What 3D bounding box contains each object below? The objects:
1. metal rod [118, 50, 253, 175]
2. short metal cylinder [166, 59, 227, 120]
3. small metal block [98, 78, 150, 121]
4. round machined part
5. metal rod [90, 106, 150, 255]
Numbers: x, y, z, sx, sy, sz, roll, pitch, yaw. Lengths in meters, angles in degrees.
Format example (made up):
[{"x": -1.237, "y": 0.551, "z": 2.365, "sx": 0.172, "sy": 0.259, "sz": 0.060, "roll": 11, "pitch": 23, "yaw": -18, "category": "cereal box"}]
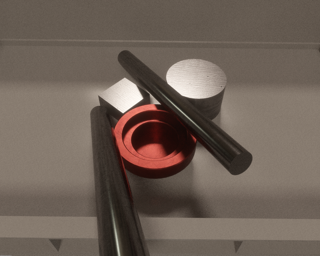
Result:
[{"x": 0.007, "y": -0.041, "z": 0.387, "sx": 0.025, "sy": 0.025, "sz": 0.300, "roll": -21, "pitch": 37, "yaw": -17, "category": "metal rod"}, {"x": 0.049, "y": -0.052, "z": 0.433, "sx": 0.081, "sy": 0.050, "sz": 0.080, "roll": 0, "pitch": 50, "yaw": 0, "category": "short metal cylinder"}, {"x": -0.050, "y": -0.038, "z": 0.437, "sx": 0.050, "sy": 0.025, "sz": 0.050, "roll": 35, "pitch": 58, "yaw": 25, "category": "small metal block"}, {"x": -0.006, "y": 0.020, "z": 0.377, "sx": 0.099, "sy": 0.042, "sz": 0.098, "roll": 0, "pitch": 50, "yaw": 0, "category": "round machined part"}, {"x": -0.049, "y": 0.026, "z": 0.284, "sx": 0.025, "sy": 0.025, "sz": 0.300, "roll": -12, "pitch": 20, "yaw": -10, "category": "metal rod"}]
